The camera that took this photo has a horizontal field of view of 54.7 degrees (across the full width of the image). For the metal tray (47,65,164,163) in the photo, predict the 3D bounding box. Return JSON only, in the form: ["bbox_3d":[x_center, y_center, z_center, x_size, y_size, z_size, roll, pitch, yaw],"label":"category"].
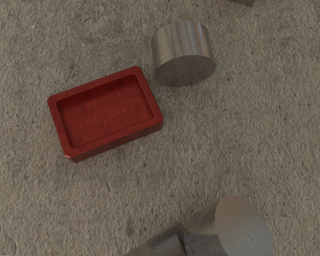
[{"bbox_3d":[-0.071,-0.020,0.412,0.131,0.030,0.090,-22,72,-8],"label":"metal tray"}]

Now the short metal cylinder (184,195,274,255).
[{"bbox_3d":[0.073,0.119,0.331,0.080,0.050,0.080,23,44,-25],"label":"short metal cylinder"}]

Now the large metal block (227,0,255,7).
[{"bbox_3d":[0.123,-0.248,0.487,0.080,0.050,0.080,19,71,6],"label":"large metal block"}]

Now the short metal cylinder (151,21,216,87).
[{"bbox_3d":[0.030,-0.096,0.414,0.081,0.080,0.050,-7,70,-3],"label":"short metal cylinder"}]

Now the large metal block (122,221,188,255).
[{"bbox_3d":[0.007,0.152,0.316,0.050,0.080,0.080,-38,72,19],"label":"large metal block"}]
